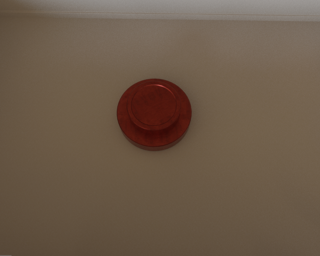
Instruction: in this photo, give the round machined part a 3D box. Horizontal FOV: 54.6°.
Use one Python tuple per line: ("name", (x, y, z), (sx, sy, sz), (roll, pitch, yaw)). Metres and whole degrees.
("round machined part", (-0.007, -0.022, 0.406), (0.099, 0.042, 0.098), (0, 70, 0))
